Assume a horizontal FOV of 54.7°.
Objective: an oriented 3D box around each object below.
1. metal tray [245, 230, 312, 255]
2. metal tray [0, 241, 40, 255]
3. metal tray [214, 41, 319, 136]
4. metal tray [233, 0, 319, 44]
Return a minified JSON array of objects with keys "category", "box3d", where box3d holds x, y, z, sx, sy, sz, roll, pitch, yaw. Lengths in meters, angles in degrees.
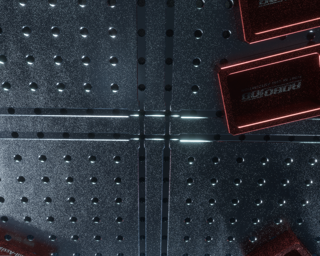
[{"category":"metal tray","box3d":[0.211,0.236,0.500,0.090,0.030,0.130,-38,106,12]},{"category":"metal tray","box3d":[-0.250,0.231,0.492,0.131,0.030,0.089,26,108,-10]},{"category":"metal tray","box3d":[0.142,-0.050,0.394,0.131,0.030,0.089,-14,110,4]},{"category":"metal tray","box3d":[0.152,-0.157,0.354,0.131,0.030,0.089,-13,110,4]}]
